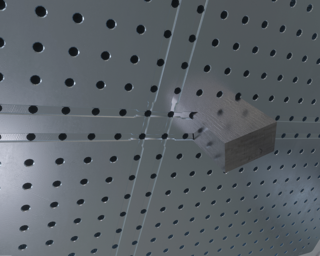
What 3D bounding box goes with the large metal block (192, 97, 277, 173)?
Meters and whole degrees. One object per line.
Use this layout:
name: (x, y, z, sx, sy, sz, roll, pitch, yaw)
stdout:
large metal block: (0.102, 0.006, 0.434, 0.081, 0.080, 0.050, -21, 126, -16)
